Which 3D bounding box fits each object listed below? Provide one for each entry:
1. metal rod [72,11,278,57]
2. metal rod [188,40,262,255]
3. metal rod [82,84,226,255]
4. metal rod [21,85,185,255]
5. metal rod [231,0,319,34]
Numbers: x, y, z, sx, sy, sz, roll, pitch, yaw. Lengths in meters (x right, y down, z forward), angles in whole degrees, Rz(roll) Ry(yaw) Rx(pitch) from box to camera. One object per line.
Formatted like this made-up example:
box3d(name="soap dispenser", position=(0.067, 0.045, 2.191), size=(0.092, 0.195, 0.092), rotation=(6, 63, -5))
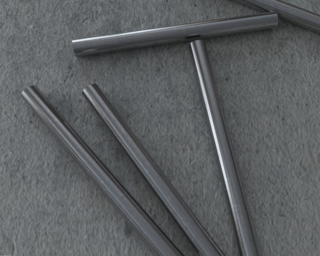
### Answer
box3d(name="metal rod", position=(0.025, -0.140, 0.459), size=(0.302, 0.025, 0.025), rotation=(-9, 71, -4))
box3d(name="metal rod", position=(0.080, 0.017, 0.402), size=(0.025, 0.025, 0.299), rotation=(-9, 70, -4))
box3d(name="metal rod", position=(-0.007, 0.061, 0.385), size=(0.025, 0.025, 0.300), rotation=(-35, 74, -12))
box3d(name="metal rod", position=(-0.077, 0.055, 0.386), size=(0.025, 0.025, 0.300), rotation=(-41, 75, -14))
box3d(name="metal rod", position=(0.140, -0.204, 0.484), size=(0.301, 0.025, 0.025), rotation=(25, 72, 8))
